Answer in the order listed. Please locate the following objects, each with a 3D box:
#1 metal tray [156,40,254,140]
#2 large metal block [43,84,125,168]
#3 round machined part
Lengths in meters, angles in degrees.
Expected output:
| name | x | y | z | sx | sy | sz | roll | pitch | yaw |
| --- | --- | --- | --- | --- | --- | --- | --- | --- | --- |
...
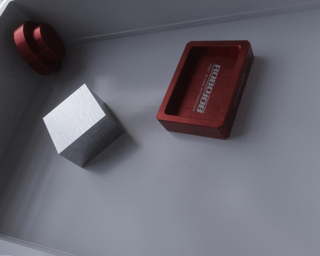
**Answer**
| name | x | y | z | sx | sy | sz | roll | pitch | yaw |
| --- | --- | --- | --- | --- | --- | --- | --- | --- | --- |
| metal tray | 0.060 | -0.054 | 0.403 | 0.090 | 0.030 | 0.130 | 9 | 66 | 31 |
| large metal block | -0.111 | -0.004 | 0.448 | 0.080 | 0.050 | 0.080 | -40 | 51 | 1 |
| round machined part | -0.207 | -0.147 | 0.555 | 0.042 | 0.098 | 0.098 | -22 | 54 | 15 |
